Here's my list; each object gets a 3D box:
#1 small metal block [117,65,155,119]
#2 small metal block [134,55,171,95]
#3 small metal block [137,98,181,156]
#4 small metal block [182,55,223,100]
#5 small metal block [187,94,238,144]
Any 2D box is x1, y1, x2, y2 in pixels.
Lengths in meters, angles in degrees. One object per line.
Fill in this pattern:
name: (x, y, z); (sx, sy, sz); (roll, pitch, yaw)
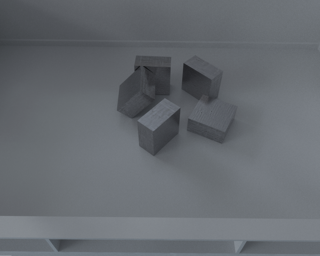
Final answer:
small metal block: (-0.033, -0.049, 0.427); (0.025, 0.050, 0.050); (30, 42, -31)
small metal block: (-0.010, -0.077, 0.452); (0.050, 0.050, 0.025); (3, 47, 2)
small metal block: (-0.001, -0.001, 0.390); (0.025, 0.050, 0.050); (34, 58, 24)
small metal block: (0.060, -0.069, 0.447); (0.050, 0.050, 0.025); (37, 59, 26)
small metal block: (0.070, -0.013, 0.417); (0.050, 0.025, 0.050); (22, 53, 17)
